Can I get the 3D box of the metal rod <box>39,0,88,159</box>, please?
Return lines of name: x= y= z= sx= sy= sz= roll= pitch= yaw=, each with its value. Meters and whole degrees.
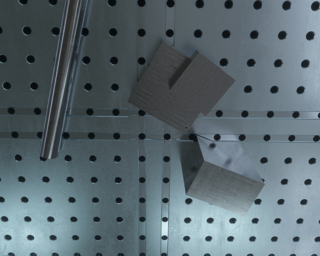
metal rod: x=-0.111 y=-0.098 z=0.375 sx=0.025 sy=0.025 sz=0.298 roll=15 pitch=109 yaw=-6

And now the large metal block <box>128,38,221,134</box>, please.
large metal block: x=0.017 y=-0.052 z=0.381 sx=0.080 sy=0.050 sz=0.080 roll=29 pitch=107 yaw=-11

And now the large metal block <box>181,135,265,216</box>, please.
large metal block: x=0.078 y=0.060 z=0.407 sx=0.080 sy=0.080 sz=0.050 roll=22 pitch=109 yaw=-8

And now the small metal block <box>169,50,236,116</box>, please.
small metal block: x=0.045 y=-0.050 z=0.342 sx=0.050 sy=0.025 sz=0.050 roll=35 pitch=106 yaw=-12
